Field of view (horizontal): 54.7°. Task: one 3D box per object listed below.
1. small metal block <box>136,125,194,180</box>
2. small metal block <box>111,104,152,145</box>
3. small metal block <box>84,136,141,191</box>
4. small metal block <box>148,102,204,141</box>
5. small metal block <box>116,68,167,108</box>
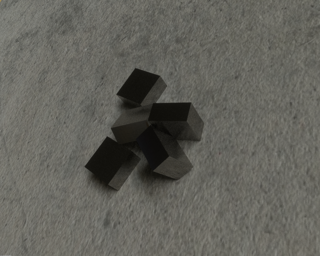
[{"bbox_3d":[0.006,0.029,0.363,0.025,0.050,0.050,-44,50,15],"label":"small metal block"},{"bbox_3d":[-0.029,-0.006,0.407,0.050,0.025,0.050,-12,25,21],"label":"small metal block"},{"bbox_3d":[-0.062,0.046,0.407,0.050,0.025,0.050,27,76,36],"label":"small metal block"},{"bbox_3d":[0.021,-0.007,0.380,0.050,0.050,0.025,1,62,28],"label":"small metal block"},{"bbox_3d":[-0.026,-0.055,0.450,0.050,0.025,0.050,24,75,36],"label":"small metal block"}]
